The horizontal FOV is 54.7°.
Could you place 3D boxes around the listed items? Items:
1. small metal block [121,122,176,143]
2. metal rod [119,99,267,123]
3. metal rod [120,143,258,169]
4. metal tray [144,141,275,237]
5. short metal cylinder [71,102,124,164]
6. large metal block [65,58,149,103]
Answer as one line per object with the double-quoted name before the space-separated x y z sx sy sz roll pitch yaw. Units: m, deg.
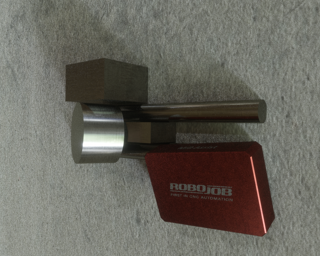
"small metal block" -0.014 0.005 0.399 0.050 0.050 0.025 1 91 39
"metal rod" -0.010 -0.020 0.413 0.300 0.025 0.025 1 91 39
"metal rod" -0.014 0.031 0.416 0.300 0.025 0.025 0 90 39
"metal tray" 0.050 0.064 0.342 0.130 0.030 0.089 -5 105 38
"short metal cylinder" -0.085 0.007 0.412 0.080 0.050 0.080 -8 81 63
"large metal block" -0.072 -0.061 0.429 0.080 0.081 0.050 1 91 39
